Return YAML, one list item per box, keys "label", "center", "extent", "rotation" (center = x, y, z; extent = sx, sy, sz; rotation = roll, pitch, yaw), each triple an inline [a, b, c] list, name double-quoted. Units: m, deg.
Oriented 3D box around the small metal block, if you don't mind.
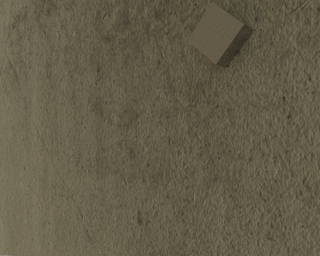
- label: "small metal block"
  center: [0.067, -0.104, 0.349]
  extent: [0.050, 0.025, 0.050]
  rotation: [49, 119, 29]
